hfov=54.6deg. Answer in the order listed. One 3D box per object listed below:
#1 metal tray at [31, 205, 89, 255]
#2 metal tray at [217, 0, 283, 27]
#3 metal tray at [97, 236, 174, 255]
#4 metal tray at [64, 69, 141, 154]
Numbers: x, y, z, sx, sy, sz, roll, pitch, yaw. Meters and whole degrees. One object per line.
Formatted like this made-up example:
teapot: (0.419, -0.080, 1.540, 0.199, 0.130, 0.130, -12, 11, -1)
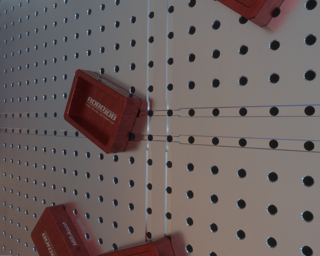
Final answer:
metal tray: (-0.181, 0.216, 0.557, 0.130, 0.030, 0.090, 50, 119, 28)
metal tray: (0.085, -0.182, 0.336, 0.130, 0.030, 0.090, 47, 118, 30)
metal tray: (-0.031, 0.211, 0.432, 0.130, 0.030, 0.090, -29, 72, 36)
metal tray: (-0.095, -0.028, 0.485, 0.130, 0.030, 0.089, 32, 110, 35)
